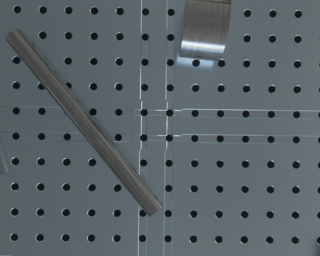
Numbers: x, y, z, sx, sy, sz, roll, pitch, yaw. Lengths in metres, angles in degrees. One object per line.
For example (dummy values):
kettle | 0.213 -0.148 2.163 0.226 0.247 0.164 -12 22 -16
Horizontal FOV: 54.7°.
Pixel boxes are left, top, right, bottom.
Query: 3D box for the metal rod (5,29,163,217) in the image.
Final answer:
metal rod | -0.100 -0.007 0.412 0.025 0.025 0.300 -39 90 0

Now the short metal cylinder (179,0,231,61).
short metal cylinder | 0.054 -0.126 0.386 0.050 0.080 0.080 7 90 0
